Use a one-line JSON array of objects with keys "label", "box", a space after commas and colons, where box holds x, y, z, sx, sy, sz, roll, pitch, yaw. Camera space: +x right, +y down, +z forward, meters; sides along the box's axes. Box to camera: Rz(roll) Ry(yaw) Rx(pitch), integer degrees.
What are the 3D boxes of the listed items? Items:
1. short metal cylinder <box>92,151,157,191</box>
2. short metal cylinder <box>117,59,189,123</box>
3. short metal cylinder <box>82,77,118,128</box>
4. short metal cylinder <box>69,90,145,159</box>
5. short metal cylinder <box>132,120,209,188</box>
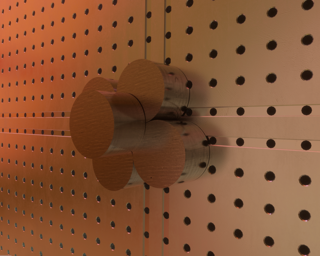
[{"label": "short metal cylinder", "box": [-0.048, 0.043, 0.430, 0.080, 0.050, 0.079, 0, 90, 39]}, {"label": "short metal cylinder", "box": [-0.010, -0.045, 0.398, 0.080, 0.050, 0.079, 0, 90, 39]}, {"label": "short metal cylinder", "box": [-0.071, -0.031, 0.449, 0.080, 0.050, 0.079, 0, 90, 39]}, {"label": "short metal cylinder", "box": [-0.065, -0.005, 0.377, 0.080, 0.050, 0.079, 2, 92, 39]}, {"label": "short metal cylinder", "box": [0.013, 0.030, 0.380, 0.080, 0.050, 0.079, 0, 90, 39]}]
